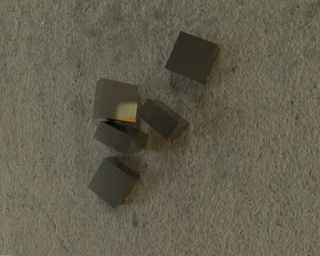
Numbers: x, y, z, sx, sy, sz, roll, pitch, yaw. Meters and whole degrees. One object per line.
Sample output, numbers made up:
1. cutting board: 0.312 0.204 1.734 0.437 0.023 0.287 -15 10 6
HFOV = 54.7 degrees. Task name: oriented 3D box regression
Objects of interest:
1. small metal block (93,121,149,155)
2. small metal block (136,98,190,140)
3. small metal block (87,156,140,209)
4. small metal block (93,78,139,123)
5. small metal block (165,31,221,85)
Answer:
1. small metal block: -0.051 0.011 0.413 0.050 0.050 0.025 25 101 18
2. small metal block: 0.005 -0.011 0.394 0.050 0.050 0.025 39 103 15
3. small metal block: -0.064 0.075 0.432 0.050 0.025 0.050 34 101 16
4. small metal block: -0.058 -0.035 0.411 0.025 0.050 0.050 -3 80 59
5. small metal block: 0.042 -0.089 0.394 0.050 0.025 0.050 26 98 18
